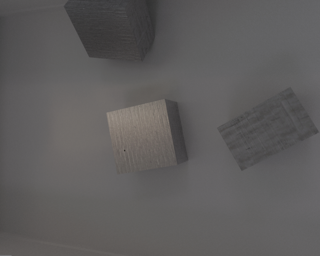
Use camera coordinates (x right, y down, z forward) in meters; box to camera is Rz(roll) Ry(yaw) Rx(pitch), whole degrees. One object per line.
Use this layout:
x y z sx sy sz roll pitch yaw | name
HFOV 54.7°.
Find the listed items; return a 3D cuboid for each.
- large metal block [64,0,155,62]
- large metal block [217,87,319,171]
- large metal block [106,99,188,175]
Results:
-0.060 -0.134 0.395 0.080 0.080 0.050 9 58 19 | large metal block
0.117 0.002 0.340 0.080 0.080 0.050 -31 80 17 | large metal block
-0.015 0.012 0.403 0.080 0.050 0.080 -12 86 19 | large metal block
